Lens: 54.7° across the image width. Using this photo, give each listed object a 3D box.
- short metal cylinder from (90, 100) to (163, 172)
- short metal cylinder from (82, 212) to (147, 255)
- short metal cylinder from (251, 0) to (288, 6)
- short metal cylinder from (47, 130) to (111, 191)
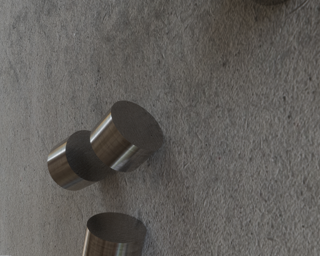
[{"bbox_3d":[-0.043,0.011,0.405,0.050,0.081,0.080,-44,63,31],"label":"short metal cylinder"},{"bbox_3d":[-0.062,0.156,0.421,0.080,0.081,0.050,19,102,38],"label":"short metal cylinder"},{"bbox_3d":[0.106,-0.168,0.301,0.080,0.050,0.080,0,90,40],"label":"short metal cylinder"},{"bbox_3d":[-0.120,0.049,0.468,0.050,0.081,0.080,-29,72,36],"label":"short metal cylinder"}]
